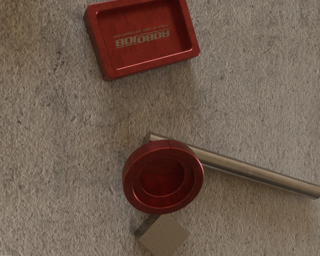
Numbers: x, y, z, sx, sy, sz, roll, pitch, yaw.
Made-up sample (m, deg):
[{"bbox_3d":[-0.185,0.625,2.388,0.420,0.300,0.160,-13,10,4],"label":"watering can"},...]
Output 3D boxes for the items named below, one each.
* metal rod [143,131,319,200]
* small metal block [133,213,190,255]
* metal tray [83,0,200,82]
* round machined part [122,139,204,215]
[{"bbox_3d":[0.118,0.060,0.454,0.302,0.025,0.025,18,84,-20],"label":"metal rod"},{"bbox_3d":[0.002,0.141,0.411,0.050,0.025,0.050,-45,104,-15],"label":"small metal block"},{"bbox_3d":[-0.021,-0.120,0.399,0.131,0.030,0.089,-19,97,-19],"label":"metal tray"},{"bbox_3d":[0.002,0.057,0.388,0.099,0.042,0.097,-5,116,-10],"label":"round machined part"}]
